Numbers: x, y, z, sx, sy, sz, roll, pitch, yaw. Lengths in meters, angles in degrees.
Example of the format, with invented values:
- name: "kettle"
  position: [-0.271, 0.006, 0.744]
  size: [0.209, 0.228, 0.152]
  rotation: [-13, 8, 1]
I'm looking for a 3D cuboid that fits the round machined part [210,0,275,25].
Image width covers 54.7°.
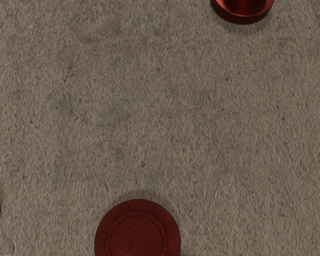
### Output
- name: "round machined part"
  position: [0.130, -0.213, 0.479]
  size: [0.099, 0.042, 0.098]
  rotation: [0, 70, -1]

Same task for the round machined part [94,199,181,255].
- name: "round machined part"
  position: [-0.026, 0.130, 0.351]
  size: [0.099, 0.042, 0.098]
  rotation: [0, 70, -1]
